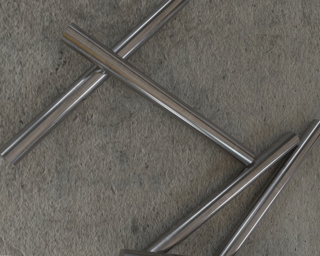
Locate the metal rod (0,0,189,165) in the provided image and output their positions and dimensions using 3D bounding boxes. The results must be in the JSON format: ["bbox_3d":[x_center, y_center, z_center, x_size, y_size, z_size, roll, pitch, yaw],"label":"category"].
[{"bbox_3d":[-0.070,-0.073,0.382,0.301,0.025,0.025,-47,105,-14],"label":"metal rod"}]

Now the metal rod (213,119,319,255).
[{"bbox_3d":[0.163,0.103,0.468,0.025,0.025,0.300,45,76,-15],"label":"metal rod"}]

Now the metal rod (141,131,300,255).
[{"bbox_3d":[0.089,0.097,0.441,0.301,0.025,0.025,-35,101,-17],"label":"metal rod"}]

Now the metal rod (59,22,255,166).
[{"bbox_3d":[0.014,-0.030,0.396,0.301,0.025,0.025,33,79,-24],"label":"metal rod"}]

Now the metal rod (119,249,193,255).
[{"bbox_3d":[0.092,0.190,0.415,0.302,0.025,0.025,14,85,-20],"label":"metal rod"}]
